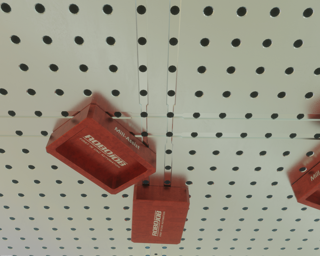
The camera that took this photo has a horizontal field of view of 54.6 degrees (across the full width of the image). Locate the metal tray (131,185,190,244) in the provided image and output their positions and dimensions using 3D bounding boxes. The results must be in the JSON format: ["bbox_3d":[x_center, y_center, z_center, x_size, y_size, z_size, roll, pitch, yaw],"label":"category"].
[{"bbox_3d":[-0.003,0.154,0.539,0.091,0.030,0.129,4,130,-3],"label":"metal tray"}]

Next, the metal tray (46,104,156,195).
[{"bbox_3d":[-0.079,0.036,0.437,0.090,0.030,0.130,-32,123,24],"label":"metal tray"}]

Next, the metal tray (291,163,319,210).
[{"bbox_3d":[0.283,0.078,0.476,0.090,0.030,0.129,21,127,-17],"label":"metal tray"}]
